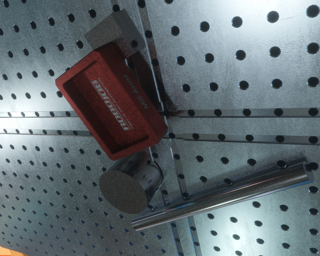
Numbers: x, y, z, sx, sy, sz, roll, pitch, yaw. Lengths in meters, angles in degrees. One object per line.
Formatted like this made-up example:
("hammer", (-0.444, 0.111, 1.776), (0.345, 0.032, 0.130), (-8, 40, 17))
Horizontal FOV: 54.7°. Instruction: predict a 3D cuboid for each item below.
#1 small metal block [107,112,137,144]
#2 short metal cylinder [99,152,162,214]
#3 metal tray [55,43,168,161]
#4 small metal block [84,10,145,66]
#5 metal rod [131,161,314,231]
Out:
("small metal block", (-0.046, -0.004, 0.433), (0.050, 0.025, 0.050), (22, 127, 14))
("short metal cylinder", (-0.044, 0.082, 0.469), (0.080, 0.050, 0.079), (13, 124, 21))
("metal tray", (-0.061, -0.028, 0.390), (0.090, 0.030, 0.130), (-24, 106, 36))
("small metal block", (-0.055, -0.105, 0.375), (0.050, 0.025, 0.050), (-23, 106, 36))
("metal rod", (0.065, 0.107, 0.442), (0.299, 0.025, 0.025), (-29, 103, 37))
